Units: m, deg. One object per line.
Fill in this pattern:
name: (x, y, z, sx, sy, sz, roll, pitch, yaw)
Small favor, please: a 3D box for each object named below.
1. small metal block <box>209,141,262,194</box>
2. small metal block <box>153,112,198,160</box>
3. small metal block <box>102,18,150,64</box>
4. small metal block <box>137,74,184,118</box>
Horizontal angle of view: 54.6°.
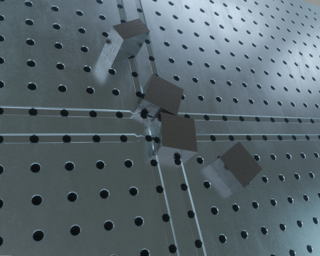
small metal block: (0.106, 0.054, 0.431, 0.050, 0.025, 0.050, -32, 80, -38)
small metal block: (0.020, 0.011, 0.411, 0.050, 0.025, 0.050, 11, 57, -22)
small metal block: (-0.049, -0.123, 0.441, 0.050, 0.050, 0.025, -32, 80, -38)
small metal block: (0.001, -0.040, 0.433, 0.050, 0.025, 0.050, 26, 53, -12)
